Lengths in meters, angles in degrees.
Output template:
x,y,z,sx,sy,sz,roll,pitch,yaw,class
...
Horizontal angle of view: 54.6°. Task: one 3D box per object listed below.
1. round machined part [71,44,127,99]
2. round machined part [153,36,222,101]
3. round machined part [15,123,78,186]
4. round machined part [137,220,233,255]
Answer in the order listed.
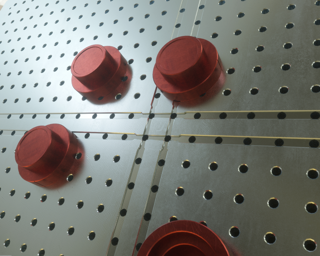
x,y,z,sx,sy,sz,roll,pitch,yaw,class
-0.108,-0.100,0.517,0.098,0.042,0.098,-13,56,21,round machined part
0.033,-0.090,0.436,0.098,0.042,0.098,-13,56,21,round machined part
-0.179,0.035,0.471,0.098,0.042,0.098,-13,56,21,round machined part
0.026,0.142,0.297,0.098,0.042,0.098,-13,56,21,round machined part
